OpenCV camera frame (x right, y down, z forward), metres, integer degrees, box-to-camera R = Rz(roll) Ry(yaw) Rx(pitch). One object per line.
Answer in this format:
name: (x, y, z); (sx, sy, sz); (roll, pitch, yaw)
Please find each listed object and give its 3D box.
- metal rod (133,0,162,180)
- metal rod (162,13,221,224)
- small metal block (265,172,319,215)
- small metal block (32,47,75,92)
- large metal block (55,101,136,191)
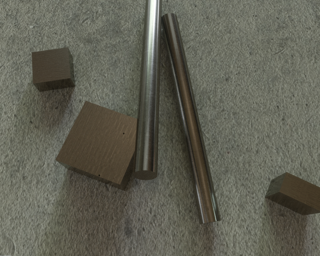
metal rod: (-0.012, -0.077, 0.401); (0.025, 0.025, 0.300); (1, 57, 0)
metal rod: (0.037, -0.027, 0.418); (0.025, 0.025, 0.299); (-8, 70, -3)
small metal block: (0.161, 0.079, 0.368); (0.050, 0.050, 0.025); (25, 72, 8)
small metal block: (-0.150, -0.082, 0.436); (0.050, 0.025, 0.050); (-9, 70, -4)
large metal block: (-0.068, 0.023, 0.386); (0.080, 0.050, 0.080); (20, 71, 6)
